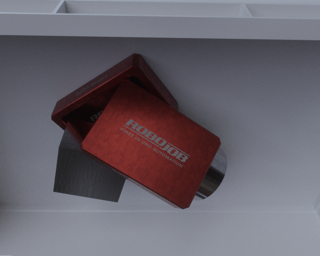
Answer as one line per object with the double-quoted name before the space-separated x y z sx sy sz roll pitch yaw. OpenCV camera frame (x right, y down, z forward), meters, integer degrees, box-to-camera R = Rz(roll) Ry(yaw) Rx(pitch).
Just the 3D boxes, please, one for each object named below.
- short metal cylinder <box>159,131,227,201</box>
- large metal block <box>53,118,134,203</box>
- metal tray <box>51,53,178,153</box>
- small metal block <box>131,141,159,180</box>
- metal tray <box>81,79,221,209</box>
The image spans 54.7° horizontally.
"short metal cylinder" 0.042 0.050 0.415 0.050 0.080 0.080 32 123 -25
"large metal block" -0.081 0.042 0.383 0.081 0.050 0.079 13 129 -11
"metal tray" -0.055 -0.022 0.384 0.130 0.030 0.090 -27 126 21
"small metal block" -0.026 0.048 0.448 0.050 0.025 0.050 -23 127 18
"metal tray" -0.008 0.019 0.342 0.130 0.090 0.030 32 162 -8
